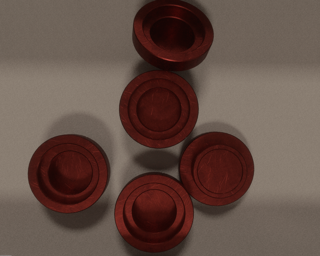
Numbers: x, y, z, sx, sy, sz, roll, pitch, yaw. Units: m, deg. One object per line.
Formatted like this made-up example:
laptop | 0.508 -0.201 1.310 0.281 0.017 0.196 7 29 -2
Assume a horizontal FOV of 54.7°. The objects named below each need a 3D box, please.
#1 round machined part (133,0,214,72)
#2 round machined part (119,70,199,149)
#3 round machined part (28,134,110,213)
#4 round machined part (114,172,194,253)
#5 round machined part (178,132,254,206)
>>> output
round machined part | 0.014 -0.111 0.391 0.099 0.042 0.098 4 65 -7
round machined part | -0.001 -0.023 0.402 0.099 0.042 0.097 0 91 0
round machined part | -0.113 0.056 0.401 0.099 0.042 0.097 0 90 -1
round machined part | -0.007 0.105 0.403 0.099 0.042 0.097 0 90 -1
round machined part | 0.074 0.054 0.404 0.099 0.042 0.097 0 90 -1
